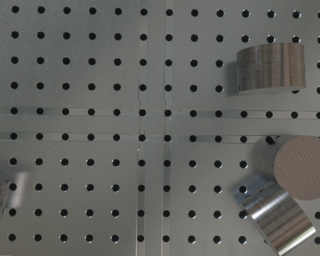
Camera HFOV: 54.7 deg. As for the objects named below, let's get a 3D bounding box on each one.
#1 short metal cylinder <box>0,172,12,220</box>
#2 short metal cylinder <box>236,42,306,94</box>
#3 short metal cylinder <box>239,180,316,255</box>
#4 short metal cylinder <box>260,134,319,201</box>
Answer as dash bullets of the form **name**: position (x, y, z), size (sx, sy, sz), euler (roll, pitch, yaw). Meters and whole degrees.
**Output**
- **short metal cylinder**: position (-0.233, 0.082, 0.383), size (0.080, 0.080, 0.050), euler (13, 90, -1)
- **short metal cylinder**: position (0.138, -0.072, 0.388), size (0.081, 0.080, 0.050), euler (-3, 90, -1)
- **short metal cylinder**: position (0.145, 0.113, 0.388), size (0.050, 0.080, 0.080), euler (-35, 90, 0)
- **short metal cylinder**: position (0.179, 0.049, 0.403), size (0.081, 0.050, 0.079), euler (0, 90, -1)
